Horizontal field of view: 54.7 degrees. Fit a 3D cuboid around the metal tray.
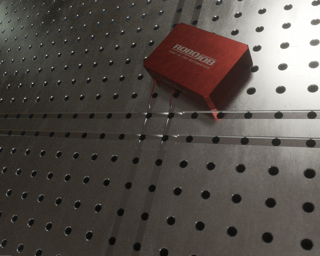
[{"bbox_3d":[0.049,-0.092,0.434,0.130,0.030,0.090,34,80,38],"label":"metal tray"}]
